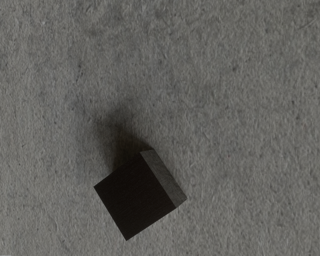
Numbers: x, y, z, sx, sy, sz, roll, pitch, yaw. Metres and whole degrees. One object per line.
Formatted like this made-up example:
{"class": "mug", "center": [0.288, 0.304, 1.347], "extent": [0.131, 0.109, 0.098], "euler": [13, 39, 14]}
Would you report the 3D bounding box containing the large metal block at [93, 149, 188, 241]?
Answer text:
{"class": "large metal block", "center": [-0.025, 0.085, 0.405], "extent": [0.080, 0.050, 0.080], "euler": [-38, 78, 16]}
